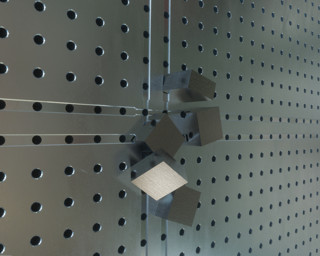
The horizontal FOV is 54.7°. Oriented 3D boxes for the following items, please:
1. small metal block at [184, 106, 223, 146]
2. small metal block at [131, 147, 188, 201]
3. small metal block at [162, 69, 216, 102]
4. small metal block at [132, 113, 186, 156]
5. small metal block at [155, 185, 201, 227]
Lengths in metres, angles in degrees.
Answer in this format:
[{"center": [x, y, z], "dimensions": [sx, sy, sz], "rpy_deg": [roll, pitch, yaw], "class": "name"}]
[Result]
[{"center": [0.067, -0.003, 0.468], "dimensions": [0.050, 0.025, 0.050], "rpy_deg": [-16, 100, -39], "class": "small metal block"}, {"center": [-0.001, 0.059, 0.391], "dimensions": [0.050, 0.050, 0.025], "rpy_deg": [44, 22, -32], "class": "small metal block"}, {"center": [0.040, -0.057, 0.429], "dimensions": [0.050, 0.050, 0.025], "rpy_deg": [20, 77, -39], "class": "small metal block"}, {"center": [0.000, 0.016, 0.411], "dimensions": [0.050, 0.025, 0.050], "rpy_deg": [52, 59, -28], "class": "small metal block"}, {"center": [0.026, 0.106, 0.434], "dimensions": [0.050, 0.025, 0.050], "rpy_deg": [29, 72, -37], "class": "small metal block"}]
